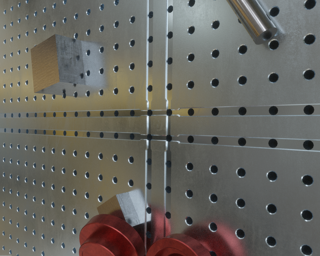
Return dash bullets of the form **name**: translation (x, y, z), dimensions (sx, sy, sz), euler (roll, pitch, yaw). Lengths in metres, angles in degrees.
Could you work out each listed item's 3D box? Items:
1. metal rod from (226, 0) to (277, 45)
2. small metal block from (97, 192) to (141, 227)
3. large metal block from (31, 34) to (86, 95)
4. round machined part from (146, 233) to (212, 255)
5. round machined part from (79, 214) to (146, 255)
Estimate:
- **metal rod**: translation (0.048, -0.222, 0.369), dimensions (0.025, 0.025, 0.299), euler (-39, 66, 33)
- **small metal block**: translation (-0.062, 0.130, 0.461), dimensions (0.050, 0.025, 0.050), euler (-38, 67, 33)
- **large metal block**: translation (-0.179, -0.107, 0.541), dimensions (0.080, 0.050, 0.080), euler (-11, 83, 39)
- **round machined part**: translation (0.031, 0.177, 0.373), dimensions (0.098, 0.042, 0.097), euler (0, 90, 40)
- **round machined part**: translation (-0.073, 0.174, 0.434), dimensions (0.098, 0.042, 0.097), euler (10, 116, 21)
